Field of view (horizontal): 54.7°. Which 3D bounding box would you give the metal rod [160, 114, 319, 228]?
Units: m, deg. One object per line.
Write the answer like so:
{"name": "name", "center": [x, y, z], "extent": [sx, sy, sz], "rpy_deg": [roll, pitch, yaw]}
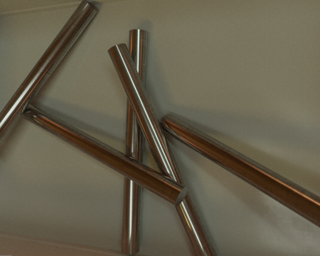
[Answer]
{"name": "metal rod", "center": [0.111, 0.055, 0.320], "extent": [0.300, 0.025, 0.025], "rpy_deg": [31, 101, 37]}

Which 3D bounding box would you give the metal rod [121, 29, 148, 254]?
{"name": "metal rod", "center": [-0.035, 0.019, 0.422], "extent": [0.025, 0.025, 0.298], "rpy_deg": [2, 91, 20]}

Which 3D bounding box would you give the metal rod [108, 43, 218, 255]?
{"name": "metal rod", "center": [0.004, 0.035, 0.392], "extent": [0.025, 0.025, 0.299], "rpy_deg": [-24, 88, 18]}

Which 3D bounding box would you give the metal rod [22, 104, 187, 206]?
{"name": "metal rod", "center": [-0.098, 0.023, 0.424], "extent": [0.300, 0.025, 0.025], "rpy_deg": [25, 98, 26]}

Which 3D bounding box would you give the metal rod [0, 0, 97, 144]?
{"name": "metal rod", "center": [-0.192, -0.057, 0.454], "extent": [0.025, 0.025, 0.299], "rpy_deg": [38, 93, 16]}
